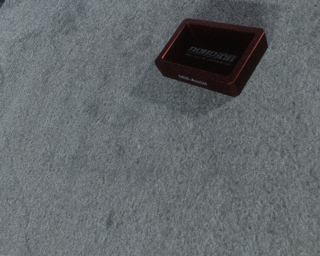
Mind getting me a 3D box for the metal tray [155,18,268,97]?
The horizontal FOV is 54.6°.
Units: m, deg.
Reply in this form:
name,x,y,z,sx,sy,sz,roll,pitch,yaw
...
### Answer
name,x,y,z,sx,sy,sz,roll,pitch,yaw
metal tray,0.068,-0.102,0.428,0.130,0.030,0.090,24,74,36
